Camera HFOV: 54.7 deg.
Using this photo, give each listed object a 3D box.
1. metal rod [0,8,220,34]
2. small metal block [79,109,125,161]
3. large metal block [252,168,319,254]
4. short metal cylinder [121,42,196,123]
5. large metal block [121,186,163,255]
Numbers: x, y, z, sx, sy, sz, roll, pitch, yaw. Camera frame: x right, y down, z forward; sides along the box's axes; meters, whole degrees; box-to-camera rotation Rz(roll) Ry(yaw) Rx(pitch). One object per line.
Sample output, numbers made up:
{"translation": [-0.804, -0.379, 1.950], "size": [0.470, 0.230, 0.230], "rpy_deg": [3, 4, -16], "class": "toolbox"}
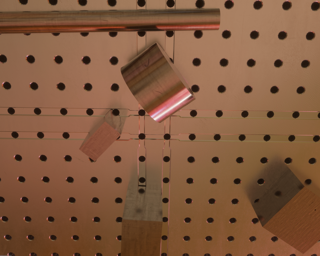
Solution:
{"translation": [-0.082, -0.126, 0.365], "size": [0.302, 0.025, 0.025], "rpy_deg": [-1, 110, 0], "class": "metal rod"}
{"translation": [-0.074, 0.008, 0.402], "size": [0.025, 0.050, 0.050], "rpy_deg": [42, 105, -14], "class": "small metal block"}
{"translation": [0.197, 0.120, 0.447], "size": [0.080, 0.050, 0.080], "rpy_deg": [35, 106, -12], "class": "large metal block"}
{"translation": [-0.001, -0.053, 0.365], "size": [0.050, 0.080, 0.080], "rpy_deg": [-34, 107, 11], "class": "short metal cylinder"}
{"translation": [-0.025, 0.138, 0.435], "size": [0.050, 0.080, 0.079], "rpy_deg": [4, 110, -2], "class": "large metal block"}
